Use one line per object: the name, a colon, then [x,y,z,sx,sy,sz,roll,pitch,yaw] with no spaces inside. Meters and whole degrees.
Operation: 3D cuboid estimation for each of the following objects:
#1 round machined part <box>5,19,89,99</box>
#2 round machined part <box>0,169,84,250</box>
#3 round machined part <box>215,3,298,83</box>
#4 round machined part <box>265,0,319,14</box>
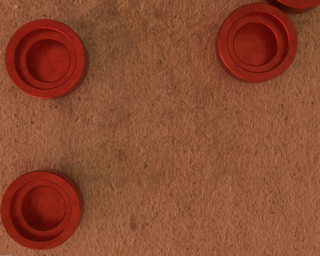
round machined part: [-0.141,-0.085,0.400,0.099,0.042,0.097,0,90,0]
round machined part: [-0.147,0.101,0.400,0.099,0.042,0.097,0,90,0]
round machined part: [0.121,-0.106,0.402,0.099,0.042,0.097,0,90,0]
round machined part: [0.175,-0.196,0.402,0.099,0.042,0.097,0,90,0]
